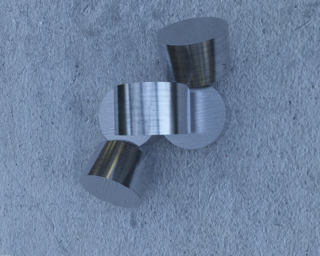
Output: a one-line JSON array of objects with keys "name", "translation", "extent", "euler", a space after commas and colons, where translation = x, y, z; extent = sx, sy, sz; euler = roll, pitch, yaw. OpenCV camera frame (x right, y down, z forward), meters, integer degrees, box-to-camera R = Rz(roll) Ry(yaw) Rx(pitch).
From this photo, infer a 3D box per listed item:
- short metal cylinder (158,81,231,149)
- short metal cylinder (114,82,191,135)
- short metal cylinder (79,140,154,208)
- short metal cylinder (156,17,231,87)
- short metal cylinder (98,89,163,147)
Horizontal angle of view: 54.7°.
[{"name": "short metal cylinder", "translation": [0.044, -0.015, 0.380], "extent": [0.080, 0.050, 0.079], "euler": [0, 90, 19]}, {"name": "short metal cylinder", "translation": [-0.008, -0.018, 0.330], "extent": [0.080, 0.080, 0.050], "euler": [-1, 90, 19]}, {"name": "short metal cylinder", "translation": [-0.053, 0.060, 0.391], "extent": [0.080, 0.080, 0.050], "euler": [8, 54, 19]}, {"name": "short metal cylinder", "translation": [0.040, -0.089, 0.359], "extent": [0.080, 0.080, 0.050], "euler": [1, 129, 19]}, {"name": "short metal cylinder", "translation": [-0.032, -0.015, 0.407], "extent": [0.080, 0.050, 0.079], "euler": [0, 90, 19]}]
